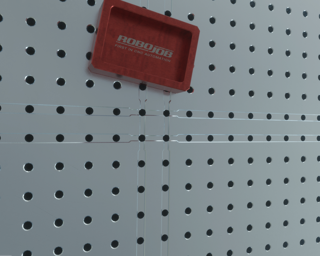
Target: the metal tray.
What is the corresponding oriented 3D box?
[{"bbox_3d":[-0.018,-0.104,0.403,0.131,0.030,0.090,12,86,-20],"label":"metal tray"}]
